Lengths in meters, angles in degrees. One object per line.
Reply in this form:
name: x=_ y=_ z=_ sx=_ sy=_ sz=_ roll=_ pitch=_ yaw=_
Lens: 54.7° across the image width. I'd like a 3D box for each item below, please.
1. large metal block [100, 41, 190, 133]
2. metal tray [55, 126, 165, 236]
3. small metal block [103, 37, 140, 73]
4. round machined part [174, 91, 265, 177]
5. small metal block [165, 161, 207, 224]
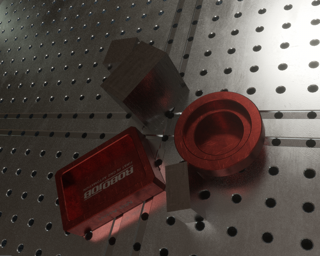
large metal block: x=-0.017 y=-0.053 z=0.414 sx=0.080 sy=0.080 sz=0.050 roll=-49 pitch=52 yaw=-7
metal tray: x=-0.068 y=0.067 z=0.397 sx=0.130 sy=0.030 sz=0.090 roll=-31 pitch=52 yaw=7
small metal block: x=-0.060 y=-0.120 z=0.512 sx=0.050 sy=0.025 sz=0.050 roll=1 pitch=62 yaw=28
round machined part: x=0.069 y=0.010 z=0.354 sx=0.098 sy=0.042 sz=0.098 roll=-13 pitch=56 yaw=20
small metal block: x=0.028 y=0.070 z=0.333 sx=0.025 sy=0.050 sz=0.050 roll=-15 pitch=56 yaw=20
